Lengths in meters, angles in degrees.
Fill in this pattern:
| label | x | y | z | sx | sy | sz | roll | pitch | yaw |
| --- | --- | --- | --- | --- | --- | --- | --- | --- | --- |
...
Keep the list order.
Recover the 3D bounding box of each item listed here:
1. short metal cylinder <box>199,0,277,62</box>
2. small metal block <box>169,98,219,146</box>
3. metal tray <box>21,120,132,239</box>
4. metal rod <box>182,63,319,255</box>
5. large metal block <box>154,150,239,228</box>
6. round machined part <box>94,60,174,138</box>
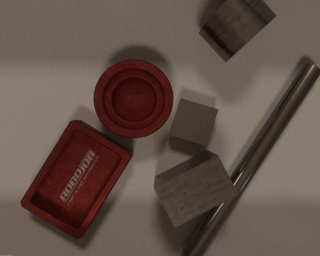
| label | x | y | z | sx | sy | sz | roll | pitch | yaw |
| --- | --- | --- | --- | --- | --- | --- | --- | --- | --- |
| short metal cylinder | 0.096 | -0.128 | 0.385 | 0.080 | 0.080 | 0.050 | -43 | 90 | 0 |
| small metal block | 0.044 | -0.008 | 0.412 | 0.050 | 0.025 | 0.050 | 17 | 90 | -1 |
| metal tray | -0.107 | 0.065 | 0.407 | 0.090 | 0.030 | 0.130 | 31 | 90 | -1 |
| metal rod | 0.122 | 0.046 | 0.413 | 0.025 | 0.025 | 0.299 | 33 | 90 | -1 |
| large metal block | 0.040 | 0.070 | 0.385 | 0.080 | 0.080 | 0.050 | -27 | 90 | 0 |
| round machined part | -0.033 | -0.036 | 0.402 | 0.099 | 0.042 | 0.097 | 0 | 90 | -1 |
